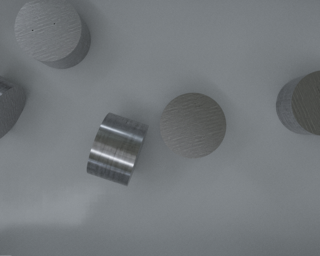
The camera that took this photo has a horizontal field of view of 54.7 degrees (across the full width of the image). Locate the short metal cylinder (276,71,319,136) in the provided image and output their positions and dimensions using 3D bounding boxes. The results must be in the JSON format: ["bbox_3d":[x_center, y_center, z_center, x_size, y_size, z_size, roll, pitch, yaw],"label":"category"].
[{"bbox_3d":[0.199,-0.030,0.400,0.081,0.050,0.080,0,90,0],"label":"short metal cylinder"}]

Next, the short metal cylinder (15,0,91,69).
[{"bbox_3d":[-0.135,-0.120,0.398,0.081,0.050,0.080,0,90,0],"label":"short metal cylinder"}]

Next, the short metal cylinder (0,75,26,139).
[{"bbox_3d":[-0.213,-0.028,0.382,0.050,0.080,0.080,28,90,0],"label":"short metal cylinder"}]

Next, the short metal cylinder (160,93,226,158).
[{"bbox_3d":[0.040,-0.003,0.399,0.081,0.050,0.080,0,90,0],"label":"short metal cylinder"}]

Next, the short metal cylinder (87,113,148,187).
[{"bbox_3d":[-0.051,0.026,0.383,0.050,0.080,0.080,19,90,0],"label":"short metal cylinder"}]
